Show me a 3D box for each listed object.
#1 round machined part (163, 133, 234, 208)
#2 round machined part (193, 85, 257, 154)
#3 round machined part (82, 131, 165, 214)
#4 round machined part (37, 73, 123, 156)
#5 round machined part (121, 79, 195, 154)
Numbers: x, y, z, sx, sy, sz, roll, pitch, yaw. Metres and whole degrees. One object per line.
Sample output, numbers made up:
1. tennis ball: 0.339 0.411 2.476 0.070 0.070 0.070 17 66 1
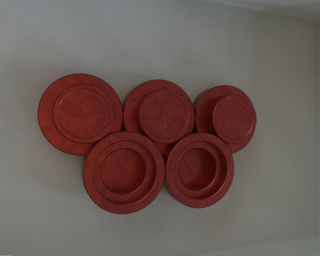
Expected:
1. round machined part: 0.046 0.054 0.417 0.099 0.042 0.097 0 90 -20
2. round machined part: 0.094 -0.012 0.433 0.099 0.042 0.097 0 89 -20
3. round machined part: -0.046 0.052 0.382 0.099 0.042 0.097 0 90 -20
4. round machined part: -0.091 -0.016 0.365 0.099 0.042 0.097 0 89 -21
5. round machined part: 0.001 -0.014 0.399 0.099 0.042 0.097 0 89 -20
